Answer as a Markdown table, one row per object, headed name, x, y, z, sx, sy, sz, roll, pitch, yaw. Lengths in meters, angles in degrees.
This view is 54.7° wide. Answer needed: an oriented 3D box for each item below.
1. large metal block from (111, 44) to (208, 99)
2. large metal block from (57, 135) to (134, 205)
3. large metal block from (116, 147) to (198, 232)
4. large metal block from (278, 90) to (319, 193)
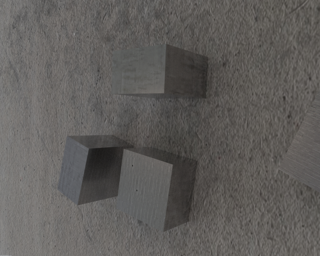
| name | x | y | z | sx | sy | sz | roll | pitch | yaw |
| --- | --- | --- | --- | --- | --- | --- | --- | --- | --- |
| large metal block | 0.000 | -0.063 | 0.369 | 0.080 | 0.081 | 0.050 | 5 | 93 | 40 |
| large metal block | -0.092 | 0.056 | 0.445 | 0.050 | 0.081 | 0.079 | 23 | 104 | 38 |
| large metal block | -0.005 | 0.073 | 0.393 | 0.080 | 0.050 | 0.079 | 13 | 98 | 39 |
| large metal block | 0.161 | 0.018 | 0.256 | 0.080 | 0.050 | 0.079 | 33 | 110 | 35 |
